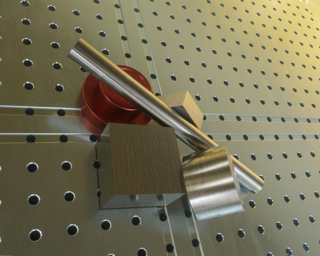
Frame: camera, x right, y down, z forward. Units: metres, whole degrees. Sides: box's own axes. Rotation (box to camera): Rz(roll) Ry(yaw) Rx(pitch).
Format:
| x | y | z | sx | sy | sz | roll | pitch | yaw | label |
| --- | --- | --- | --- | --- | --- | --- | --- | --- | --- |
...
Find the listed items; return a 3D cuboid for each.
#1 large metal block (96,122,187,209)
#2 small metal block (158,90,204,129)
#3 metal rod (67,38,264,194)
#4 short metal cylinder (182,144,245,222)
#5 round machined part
| x | y | z | sx | sy | sz | roll | pitch | yaw | label |
| --- | --- | --- | --- | --- | --- | --- | --- | --- | --- |
| -0.024 | 0.043 | 0.351 | 0.081 | 0.050 | 0.080 | 5 | 60 | -26 | large metal block |
| 0.022 | -0.019 | 0.405 | 0.050 | 0.050 | 0.025 | 51 | 45 | -39 | small metal block |
| 0.022 | -0.003 | 0.381 | 0.301 | 0.025 | 0.025 | 36 | 50 | -21 | metal rod |
| 0.063 | 0.064 | 0.361 | 0.080 | 0.050 | 0.080 | -17 | 90 | -76 | short metal cylinder |
| -0.049 | -0.042 | 0.397 | 0.099 | 0.042 | 0.098 | 14 | 56 | -21 | round machined part |
